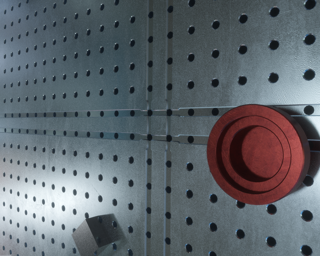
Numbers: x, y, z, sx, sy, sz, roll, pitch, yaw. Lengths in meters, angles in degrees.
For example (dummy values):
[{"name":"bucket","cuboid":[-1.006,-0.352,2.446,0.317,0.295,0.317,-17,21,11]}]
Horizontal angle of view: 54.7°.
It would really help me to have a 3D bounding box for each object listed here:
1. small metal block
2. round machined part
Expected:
[{"name":"small metal block","cuboid":[-0.112,0.180,0.502,0.050,0.025,0.050,-49,61,29]},{"name":"round machined part","cuboid":[0.101,0.025,0.315,0.098,0.042,0.097,0,90,40]}]
